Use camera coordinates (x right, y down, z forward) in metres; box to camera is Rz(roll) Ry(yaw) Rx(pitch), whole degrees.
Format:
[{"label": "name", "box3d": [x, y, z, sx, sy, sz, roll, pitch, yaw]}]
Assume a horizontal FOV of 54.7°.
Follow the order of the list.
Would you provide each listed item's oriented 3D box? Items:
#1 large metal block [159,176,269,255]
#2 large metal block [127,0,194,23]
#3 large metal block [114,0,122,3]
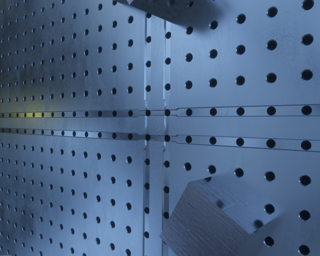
[{"label": "large metal block", "box3d": [0.058, 0.113, 0.344, 0.080, 0.050, 0.079, 38, 113, 33]}, {"label": "large metal block", "box3d": [-0.009, -0.185, 0.380, 0.050, 0.081, 0.080, -41, 66, 32]}, {"label": "large metal block", "box3d": [-0.066, -0.229, 0.426, 0.080, 0.081, 0.050, -26, 74, 37]}]
